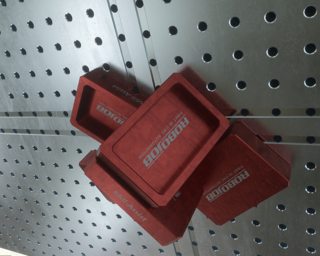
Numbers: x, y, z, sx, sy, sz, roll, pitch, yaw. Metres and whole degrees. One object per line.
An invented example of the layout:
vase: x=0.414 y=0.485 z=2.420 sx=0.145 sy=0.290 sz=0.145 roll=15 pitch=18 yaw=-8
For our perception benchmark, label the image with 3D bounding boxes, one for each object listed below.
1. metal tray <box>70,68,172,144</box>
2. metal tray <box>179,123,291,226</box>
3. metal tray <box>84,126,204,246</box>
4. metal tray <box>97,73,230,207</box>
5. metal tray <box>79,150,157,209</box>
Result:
metal tray: x=-0.056 y=-0.012 z=0.429 sx=0.130 sy=0.030 sz=0.089 roll=31 pitch=128 yaw=7
metal tray: x=0.087 y=0.064 z=0.399 sx=0.090 sy=0.030 sz=0.129 roll=41 pitch=129 yaw=-1
metal tray: x=-0.014 y=0.064 z=0.375 sx=0.130 sy=0.090 sz=0.030 roll=44 pitch=129 yaw=-3
metal tray: x=0.007 y=0.011 z=0.346 sx=0.090 sy=0.130 sz=0.030 roll=44 pitch=157 yaw=-2
metal tray: x=-0.051 y=0.078 z=0.450 sx=0.130 sy=0.030 sz=0.090 roll=1 pitch=131 yaw=44
